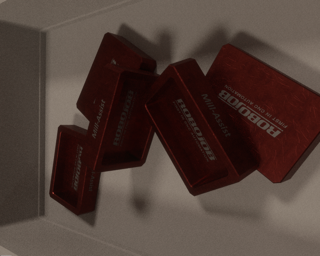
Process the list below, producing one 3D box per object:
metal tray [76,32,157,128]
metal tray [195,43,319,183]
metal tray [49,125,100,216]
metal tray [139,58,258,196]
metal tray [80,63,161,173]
[{"bbox_3d":[-0.069,-0.062,0.458,0.090,0.030,0.129,42,115,31],"label":"metal tray"},{"bbox_3d":[0.099,-0.018,0.321,0.130,0.030,0.089,42,115,31],"label":"metal tray"},{"bbox_3d":[-0.140,0.067,0.515,0.090,0.030,0.129,17,101,38],"label":"metal tray"},{"bbox_3d":[0.035,0.003,0.334,0.130,0.030,0.090,60,147,7],"label":"metal tray"},{"bbox_3d":[-0.043,-0.011,0.397,0.030,0.091,0.129,28,107,36],"label":"metal tray"}]
